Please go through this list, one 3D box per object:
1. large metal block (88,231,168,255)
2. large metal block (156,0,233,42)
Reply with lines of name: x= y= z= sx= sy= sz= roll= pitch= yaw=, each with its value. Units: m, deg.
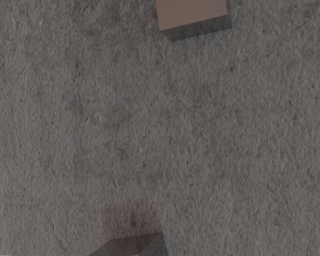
large metal block: x=-0.041 y=0.175 z=0.393 sx=0.080 sy=0.080 sz=0.050 roll=-15 pitch=85 yaw=19
large metal block: x=0.041 y=-0.160 z=0.381 sx=0.080 sy=0.050 sz=0.080 roll=-8 pitch=87 yaw=19
